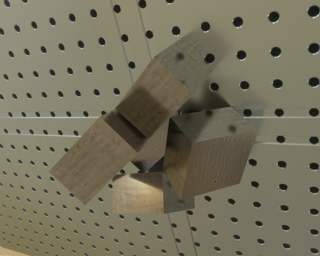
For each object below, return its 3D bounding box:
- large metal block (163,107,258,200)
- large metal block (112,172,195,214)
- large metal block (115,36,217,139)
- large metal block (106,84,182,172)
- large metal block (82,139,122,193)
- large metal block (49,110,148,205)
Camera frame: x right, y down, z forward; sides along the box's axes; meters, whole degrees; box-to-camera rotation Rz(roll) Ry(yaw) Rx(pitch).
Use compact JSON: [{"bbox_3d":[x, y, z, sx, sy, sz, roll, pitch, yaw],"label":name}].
[{"bbox_3d":[0.054,0.027,0.355,0.050,0.081,0.079,-127,35,-47],"label":"large metal block"},{"bbox_3d":[-0.008,0.088,0.425,0.080,0.080,0.050,-9,78,32],"label":"large metal block"},{"bbox_3d":[0.008,-0.046,0.344,0.050,0.080,0.080,43,129,-2],"label":"large metal block"},{"bbox_3d":[-0.019,0.000,0.407,0.080,0.050,0.080,43,129,-2],"label":"large metal block"},{"bbox_3d":[-0.085,0.038,0.443,0.050,0.080,0.080,44,129,-2],"label":"large metal block"},{"bbox_3d":[-0.061,0.026,0.343,0.050,0.080,0.080,44,104,-2],"label":"large metal block"}]
